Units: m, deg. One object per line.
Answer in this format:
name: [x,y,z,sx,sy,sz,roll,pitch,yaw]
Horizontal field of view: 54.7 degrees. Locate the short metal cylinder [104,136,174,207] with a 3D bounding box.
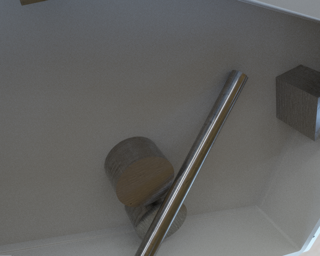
short metal cylinder: [-0.028,0.058,0.415,0.081,0.050,0.079,-14,125,-21]

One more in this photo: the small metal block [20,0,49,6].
small metal block: [-0.098,-0.126,0.262,0.050,0.050,0.025,-20,126,-17]

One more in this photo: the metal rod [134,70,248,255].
metal rod: [0.040,0.058,0.421,0.025,0.025,0.299,30,87,-38]

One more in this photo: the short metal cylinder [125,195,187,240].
short metal cylinder: [-0.007,0.124,0.467,0.081,0.050,0.079,-14,125,-21]

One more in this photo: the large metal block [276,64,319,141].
large metal block: [0.227,-0.040,0.475,0.050,0.080,0.080,-27,128,-12]
